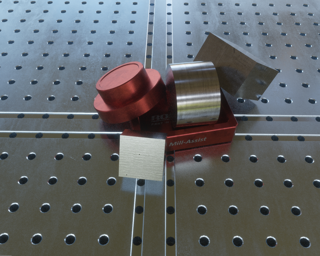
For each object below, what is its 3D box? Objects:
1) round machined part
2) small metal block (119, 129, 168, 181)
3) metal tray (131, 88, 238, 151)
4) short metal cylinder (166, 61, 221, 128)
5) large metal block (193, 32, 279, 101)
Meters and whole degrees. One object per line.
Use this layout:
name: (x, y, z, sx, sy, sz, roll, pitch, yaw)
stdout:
round machined part: (-0.045, -0.053, 0.411, 0.098, 0.042, 0.098, -19, 33, 13)
small metal block: (-0.019, 0.031, 0.358, 0.050, 0.050, 0.025, 6, 16, 5)
metal tray: (0.026, -0.017, 0.415, 0.131, 0.030, 0.090, -9, 51, -8)
short metal cylinder: (0.038, -0.042, 0.386, 0.050, 0.080, 0.080, -6, 50, -6)
large metal block: (0.105, -0.083, 0.432, 0.081, 0.050, 0.080, 0, 38, -51)
